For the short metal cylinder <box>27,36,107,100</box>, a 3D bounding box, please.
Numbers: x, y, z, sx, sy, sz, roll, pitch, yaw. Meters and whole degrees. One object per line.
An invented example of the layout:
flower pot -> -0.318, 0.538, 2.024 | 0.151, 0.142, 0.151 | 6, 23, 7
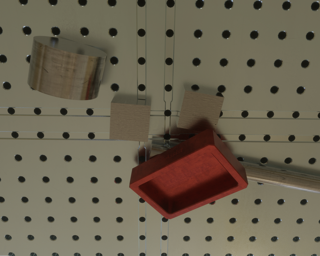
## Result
short metal cylinder -> -0.106, -0.070, 0.357 | 0.081, 0.080, 0.050 | 15, 109, -6

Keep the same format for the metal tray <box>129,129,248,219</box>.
metal tray -> 0.037, 0.066, 0.411 | 0.130, 0.030, 0.090 | -30, 120, 24

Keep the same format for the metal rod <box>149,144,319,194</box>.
metal rod -> 0.134, 0.063, 0.438 | 0.302, 0.025, 0.025 | 11, 110, -5

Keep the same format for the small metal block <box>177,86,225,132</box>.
small metal block -> 0.051, -0.024, 0.405 | 0.050, 0.025, 0.050 | 10, 110, -4

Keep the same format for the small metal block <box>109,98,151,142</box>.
small metal block -> -0.039, -0.011, 0.409 | 0.050, 0.025, 0.050 | 5, 110, -2
